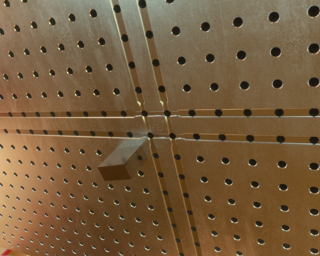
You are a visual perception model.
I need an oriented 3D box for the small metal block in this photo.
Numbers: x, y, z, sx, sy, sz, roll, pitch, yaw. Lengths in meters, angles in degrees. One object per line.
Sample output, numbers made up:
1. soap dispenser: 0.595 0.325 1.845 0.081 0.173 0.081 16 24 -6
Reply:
1. small metal block: -0.054 0.052 0.456 0.050 0.050 0.025 -10 113 33
